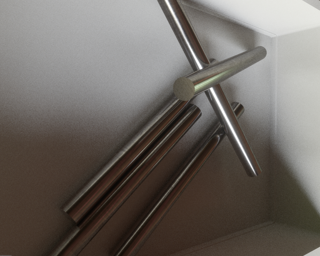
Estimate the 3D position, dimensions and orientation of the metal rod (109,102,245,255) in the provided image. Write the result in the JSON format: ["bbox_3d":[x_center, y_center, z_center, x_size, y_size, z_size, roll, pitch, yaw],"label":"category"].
[{"bbox_3d":[0.039,0.062,0.439,0.301,0.025,0.025,-47,118,-30],"label":"metal rod"}]

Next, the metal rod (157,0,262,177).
[{"bbox_3d":[0.080,-0.046,0.439,0.025,0.025,0.299,-47,118,-30],"label":"metal rod"}]

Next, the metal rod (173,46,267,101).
[{"bbox_3d":[0.102,-0.087,0.438,0.302,0.025,0.025,-32,111,-53],"label":"metal rod"}]

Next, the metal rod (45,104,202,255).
[{"bbox_3d":[-0.041,0.069,0.372,0.301,0.025,0.025,-46,118,-30],"label":"metal rod"}]

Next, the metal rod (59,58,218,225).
[{"bbox_3d":[-0.007,-0.002,0.400,0.301,0.025,0.025,-46,118,-30],"label":"metal rod"}]
